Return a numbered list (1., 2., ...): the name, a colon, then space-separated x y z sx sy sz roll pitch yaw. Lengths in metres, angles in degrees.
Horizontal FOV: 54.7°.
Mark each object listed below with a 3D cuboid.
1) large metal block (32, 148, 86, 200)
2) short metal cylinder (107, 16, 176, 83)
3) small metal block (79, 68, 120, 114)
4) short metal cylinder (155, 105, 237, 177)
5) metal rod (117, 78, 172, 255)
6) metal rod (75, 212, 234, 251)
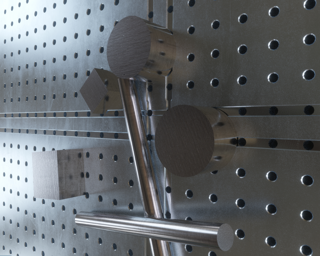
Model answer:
1. large metal block: -0.177 0.079 0.540 0.080 0.050 0.080 -7 86 40
2. short metal cylinder: -0.025 -0.103 0.414 0.080 0.050 0.080 0 90 40
3. small metal block: -0.095 -0.058 0.488 0.050 0.025 0.050 -48 62 29
4. short metal cylinder: 0.041 0.014 0.359 0.080 0.050 0.080 0 90 40
5. metal rod: -0.018 0.072 0.424 0.025 0.025 0.299 -20 77 38
6. metal rod: -0.034 0.128 0.406 0.299 0.025 0.025 -14 81 48
